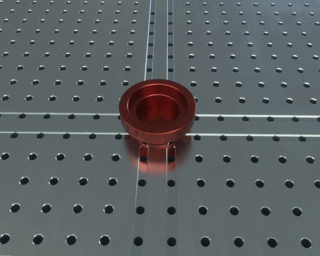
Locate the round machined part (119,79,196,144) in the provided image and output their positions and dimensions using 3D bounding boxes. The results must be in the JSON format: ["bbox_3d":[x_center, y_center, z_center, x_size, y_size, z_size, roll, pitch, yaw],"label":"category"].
[{"bbox_3d":[-0.003,-0.017,0.410,0.099,0.042,0.098,0,50,0],"label":"round machined part"}]
